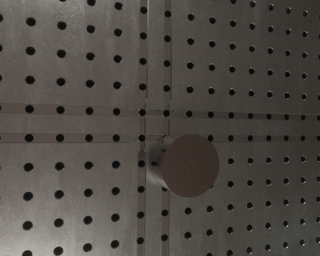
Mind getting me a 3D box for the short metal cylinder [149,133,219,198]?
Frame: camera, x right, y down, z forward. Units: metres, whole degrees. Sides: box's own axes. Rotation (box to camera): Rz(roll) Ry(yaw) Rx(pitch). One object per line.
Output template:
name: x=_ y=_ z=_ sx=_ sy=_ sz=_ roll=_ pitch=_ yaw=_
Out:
short metal cylinder: x=0.031 y=0.047 z=0.412 sx=0.081 sy=0.050 sz=0.079 roll=0 pitch=90 yaw=-20
